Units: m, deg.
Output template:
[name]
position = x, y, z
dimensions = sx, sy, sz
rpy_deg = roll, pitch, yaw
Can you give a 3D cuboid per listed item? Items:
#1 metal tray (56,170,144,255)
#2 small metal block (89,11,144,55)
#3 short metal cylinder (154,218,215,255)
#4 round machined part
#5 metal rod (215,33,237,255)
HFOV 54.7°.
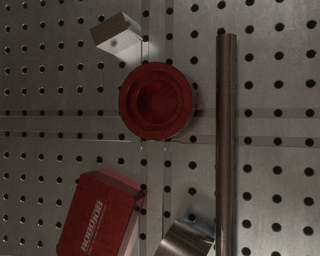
[metal tray]
position = -0.086, 0.137, 0.439
dimensions = 0.090, 0.030, 0.129
rpy_deg = 21, 97, 18
[small metal block]
position = -0.057, -0.126, 0.418
dimensions = 0.050, 0.050, 0.025
rpy_deg = -23, 83, 18
[short metal cylinder]
position = 0.026, 0.157, 0.374
dimensions = 0.050, 0.080, 0.080
rpy_deg = 27, 99, 17
[round machined part]
position = -0.001, -0.033, 0.403
dimensions = 0.098, 0.042, 0.097
rpy_deg = 0, 91, 20
[metal rod]
position = 0.082, 0.036, 0.383
dimensions = 0.025, 0.025, 0.298
rpy_deg = 0, 90, 19
